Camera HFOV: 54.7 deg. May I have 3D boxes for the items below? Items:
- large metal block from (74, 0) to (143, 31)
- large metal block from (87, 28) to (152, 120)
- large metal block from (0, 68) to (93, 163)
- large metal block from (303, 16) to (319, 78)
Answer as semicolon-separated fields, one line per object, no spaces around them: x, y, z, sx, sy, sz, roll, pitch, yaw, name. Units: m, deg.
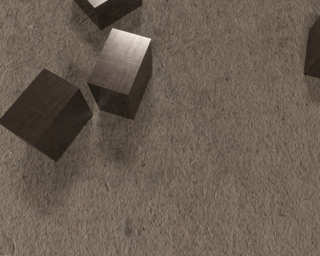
-0.084;-0.210;0.471;0.080;0.050;0.080;-37;75;-13;large metal block
-0.047;-0.067;0.403;0.050;0.080;0.080;17;71;6;large metal block
-0.135;-0.013;0.382;0.050;0.080;0.080;30;73;10;large metal block
0.259;-0.113;0.439;0.080;0.050;0.080;14;71;5;large metal block
